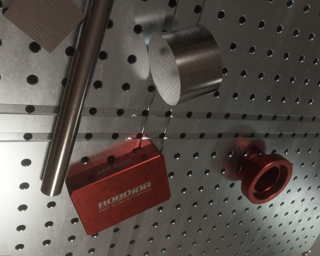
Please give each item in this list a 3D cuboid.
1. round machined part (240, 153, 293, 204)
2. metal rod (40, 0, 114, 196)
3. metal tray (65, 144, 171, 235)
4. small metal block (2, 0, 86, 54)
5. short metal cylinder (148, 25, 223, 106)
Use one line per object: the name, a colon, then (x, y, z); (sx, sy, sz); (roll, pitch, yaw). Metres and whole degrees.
round machined part: (0.185, 0.086, 0.558); (0.099, 0.042, 0.097); (-14, 125, -21)
metal rod: (-0.086, -0.053, 0.332); (0.025, 0.025, 0.298); (7, 115, -32)
metal tray: (-0.053, 0.086, 0.434); (0.131, 0.030, 0.089); (-21, 127, -16)
small metal block: (-0.107, -0.107, 0.287); (0.050, 0.025, 0.050); (-46, 130, 3)
short metal cylinder: (0.026, -0.070, 0.348); (0.050, 0.080, 0.079); (-19, 126, -18)
